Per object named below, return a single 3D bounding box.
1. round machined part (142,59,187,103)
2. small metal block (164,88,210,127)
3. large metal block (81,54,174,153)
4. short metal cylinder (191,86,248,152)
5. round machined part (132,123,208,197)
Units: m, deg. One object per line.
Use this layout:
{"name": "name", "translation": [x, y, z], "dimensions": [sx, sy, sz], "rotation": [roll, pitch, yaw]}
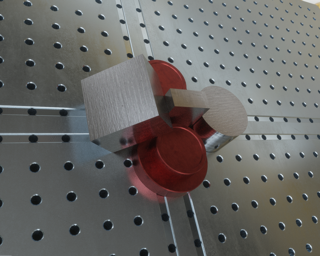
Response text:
{"name": "round machined part", "translation": [-0.003, -0.056, 0.430], "dimensions": [0.099, 0.042, 0.098], "rotation": [14, 56, -21]}
{"name": "small metal block", "translation": [0.026, -0.024, 0.392], "dimensions": [0.050, 0.050, 0.025], "rotation": [1, 61, -28]}
{"name": "large metal block", "translation": [-0.039, -0.027, 0.361], "dimensions": [0.050, 0.080, 0.080], "rotation": [44, 28, -62]}
{"name": "short metal cylinder", "translation": [0.076, -0.013, 0.439], "dimensions": [0.081, 0.050, 0.080], "rotation": [14, 56, -21]}
{"name": "round machined part", "translation": [0.018, 0.033, 0.387], "dimensions": [0.099, 0.042, 0.098], "rotation": [14, 56, -21]}
